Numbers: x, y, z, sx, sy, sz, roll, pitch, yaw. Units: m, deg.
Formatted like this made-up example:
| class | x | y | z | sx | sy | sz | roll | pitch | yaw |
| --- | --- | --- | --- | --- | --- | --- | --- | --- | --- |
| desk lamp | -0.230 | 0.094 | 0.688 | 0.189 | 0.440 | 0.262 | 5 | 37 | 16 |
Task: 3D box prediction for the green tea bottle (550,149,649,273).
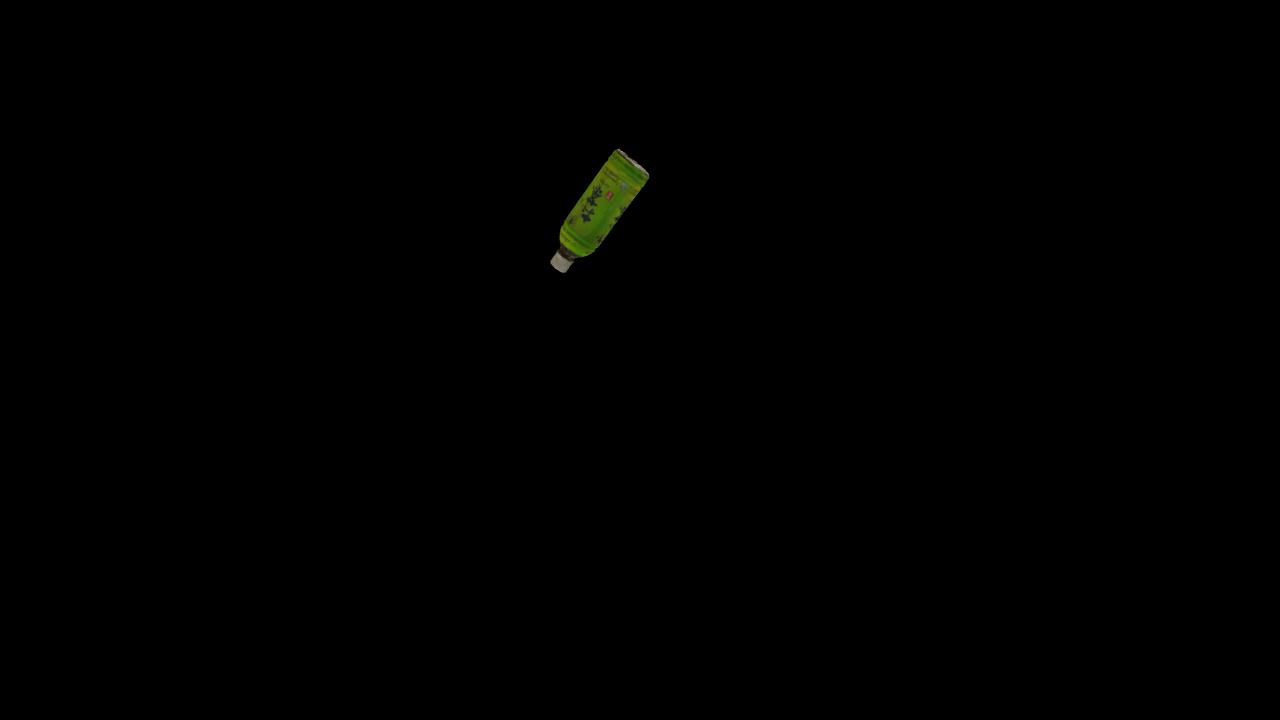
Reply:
| class | x | y | z | sx | sy | sz | roll | pitch | yaw |
| --- | --- | --- | --- | --- | --- | --- | --- | --- | --- |
| green tea bottle | -0.073 | -0.231 | 0.988 | 0.073 | 0.212 | 0.073 | 34 | 19 | -14 |
